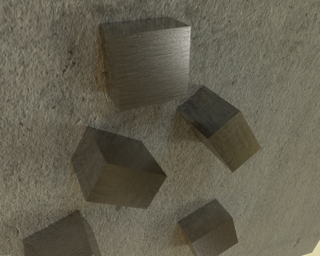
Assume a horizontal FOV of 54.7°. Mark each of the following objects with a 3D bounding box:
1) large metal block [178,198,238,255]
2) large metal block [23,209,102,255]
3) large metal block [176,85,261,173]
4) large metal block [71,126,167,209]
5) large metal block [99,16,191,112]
[{"bbox_3d":[0.087,0.186,0.553,0.080,0.050,0.080,-28,128,-11],"label":"large metal block"},{"bbox_3d":[-0.125,0.169,0.407,0.080,0.080,0.050,-27,128,-11],"label":"large metal block"},{"bbox_3d":[0.078,0.001,0.414,0.050,0.080,0.080,-41,130,0],"label":"large metal block"},{"bbox_3d":[-0.052,0.047,0.372,0.081,0.080,0.050,18,109,-35],"label":"large metal block"},{"bbox_3d":[-0.016,-0.072,0.338,0.081,0.050,0.079,-14,124,-21],"label":"large metal block"}]
